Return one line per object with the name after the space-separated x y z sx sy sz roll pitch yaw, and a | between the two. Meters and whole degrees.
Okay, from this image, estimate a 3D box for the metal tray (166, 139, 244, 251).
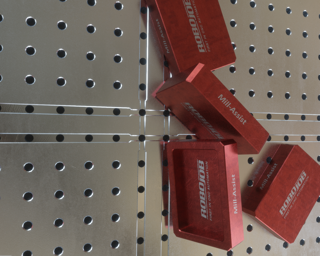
0.056 0.080 0.397 0.030 0.090 0.129 -7 93 -46 | metal tray

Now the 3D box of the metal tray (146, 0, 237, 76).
0.043 -0.138 0.427 0.091 0.030 0.129 -22 98 -19 | metal tray

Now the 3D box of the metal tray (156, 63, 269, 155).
0.065 -0.018 0.401 0.130 0.090 0.030 43 69 -15 | metal tray

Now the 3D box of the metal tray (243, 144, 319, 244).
0.200 0.101 0.486 0.090 0.030 0.130 39 77 -16 | metal tray
